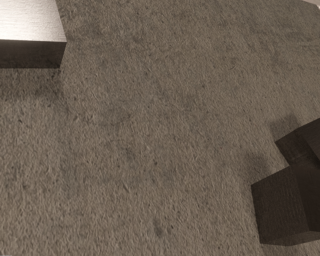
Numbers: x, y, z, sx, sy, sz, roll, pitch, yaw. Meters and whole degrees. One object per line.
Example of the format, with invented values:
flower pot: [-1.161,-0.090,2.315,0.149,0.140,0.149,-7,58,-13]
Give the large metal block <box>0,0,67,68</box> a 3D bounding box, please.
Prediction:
large metal block: [-0.166,-0.119,0.372,0.081,0.050,0.080,-7,65,-32]

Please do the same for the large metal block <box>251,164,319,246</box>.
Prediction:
large metal block: [0.169,0.102,0.400,0.050,0.080,0.080,13,56,-21]

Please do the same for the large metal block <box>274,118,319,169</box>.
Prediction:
large metal block: [0.249,0.036,0.503,0.081,0.050,0.080,-18,71,-35]
